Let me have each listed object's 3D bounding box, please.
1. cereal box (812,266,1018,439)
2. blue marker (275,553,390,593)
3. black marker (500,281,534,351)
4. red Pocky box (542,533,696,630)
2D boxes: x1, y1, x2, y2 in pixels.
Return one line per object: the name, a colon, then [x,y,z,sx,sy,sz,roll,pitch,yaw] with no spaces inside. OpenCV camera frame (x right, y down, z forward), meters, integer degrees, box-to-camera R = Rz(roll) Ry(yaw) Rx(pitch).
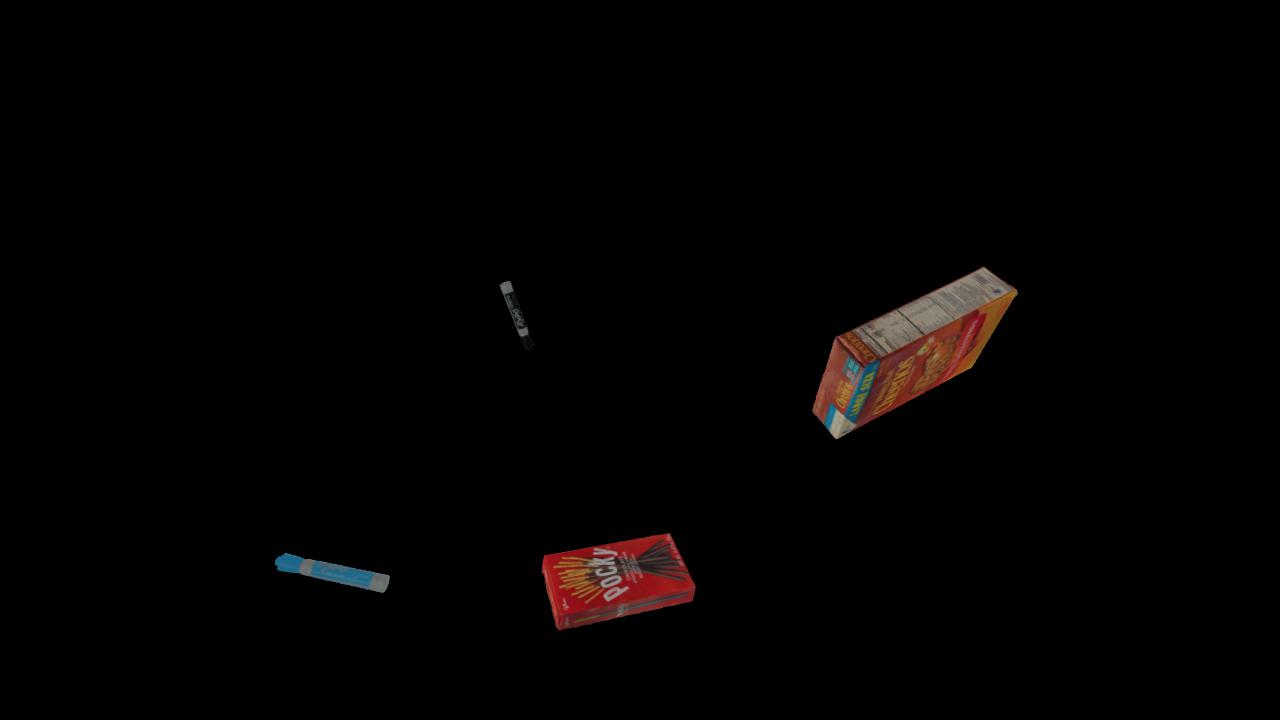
cereal box: [0.437,-0.008,1.000,0.306,0.081,0.203,-24,-36,-16]
blue marker: [-0.337,0.232,0.673,0.121,0.020,0.020,13,-1,-2]
black marker: [-0.200,-0.070,1.009,0.020,0.121,0.020,-14,24,6]
red Pocky box: [-0.024,0.240,0.678,0.155,0.028,0.083,-4,33,-20]
